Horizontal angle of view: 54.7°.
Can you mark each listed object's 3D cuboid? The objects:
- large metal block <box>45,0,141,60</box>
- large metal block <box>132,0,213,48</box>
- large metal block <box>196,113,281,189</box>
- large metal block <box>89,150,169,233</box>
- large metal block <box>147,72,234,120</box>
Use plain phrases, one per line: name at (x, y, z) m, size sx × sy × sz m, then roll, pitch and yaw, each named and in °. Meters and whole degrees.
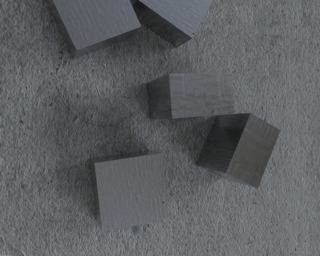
large metal block at (-0.081, -0.137, 0.366) m, size 0.081 × 0.050 × 0.080 m, roll -27°, pitch 99°, yaw -18°
large metal block at (0.017, -0.165, 0.401) m, size 0.080 × 0.050 × 0.080 m, roll 30°, pitch 80°, yaw -18°
large metal block at (0.102, 0.028, 0.417) m, size 0.050 × 0.080 × 0.080 m, roll 27°, pitch 81°, yaw -18°
large metal block at (-0.039, 0.074, 0.381) m, size 0.081 × 0.050 × 0.080 m, roll -7°, pitch 93°, yaw -20°
large metal block at (0.036, -0.039, 0.393) m, size 0.081 × 0.080 × 0.050 m, roll -5°, pitch 92°, yaw -20°
